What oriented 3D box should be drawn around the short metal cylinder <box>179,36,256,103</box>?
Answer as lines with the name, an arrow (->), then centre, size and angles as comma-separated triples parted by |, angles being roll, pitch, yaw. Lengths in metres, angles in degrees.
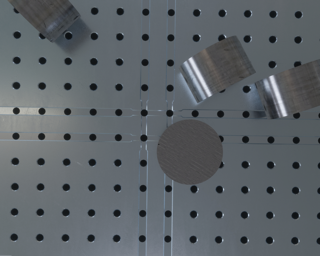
short metal cylinder -> 0.071, -0.072, 0.386 | 0.080, 0.080, 0.050 | -28, 90, 0

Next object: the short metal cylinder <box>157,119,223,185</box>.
short metal cylinder -> 0.036, 0.029, 0.401 | 0.081, 0.050, 0.079 | 0, 90, 0

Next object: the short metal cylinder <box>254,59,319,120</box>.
short metal cylinder -> 0.166, -0.047, 0.387 | 0.080, 0.080, 0.050 | -19, 90, 0

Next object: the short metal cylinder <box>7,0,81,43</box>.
short metal cylinder -> -0.146, -0.153, 0.384 | 0.050, 0.080, 0.080 | -44, 90, 0
